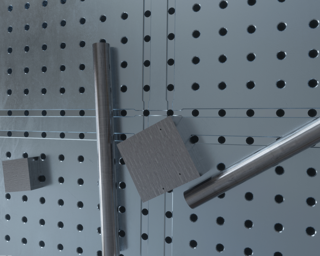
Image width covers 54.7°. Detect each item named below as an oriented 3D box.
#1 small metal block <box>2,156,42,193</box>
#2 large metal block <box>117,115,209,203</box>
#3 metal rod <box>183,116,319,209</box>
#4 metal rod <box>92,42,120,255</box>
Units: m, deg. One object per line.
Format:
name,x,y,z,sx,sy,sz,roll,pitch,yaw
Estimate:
small metal block,-0.218,0.073,0.490,0.050,0.025,0.050,-8,87,19
large metal block,0.004,0.038,0.398,0.080,0.050,0.080,-28,81,17
metal rod,0.158,0.015,0.356,0.300,0.025,0.025,-33,80,17
metal rod,-0.076,0.030,0.439,0.025,0.025,0.298,-3,89,20
